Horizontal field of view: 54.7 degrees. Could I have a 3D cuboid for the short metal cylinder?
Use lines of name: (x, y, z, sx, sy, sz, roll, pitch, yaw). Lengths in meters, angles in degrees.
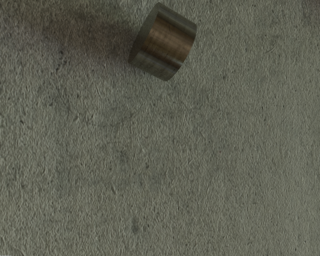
short metal cylinder: (0.002, -0.104, 0.380, 0.050, 0.080, 0.080, 25, 82, -19)
